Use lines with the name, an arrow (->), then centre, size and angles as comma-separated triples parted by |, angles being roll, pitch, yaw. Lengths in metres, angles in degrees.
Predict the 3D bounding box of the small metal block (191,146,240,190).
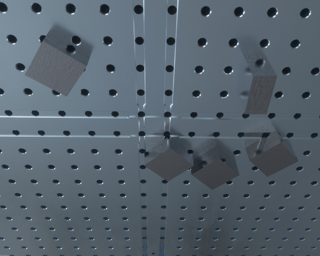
small metal block -> 0.082, 0.061, 0.465 | 0.050, 0.025, 0.050 | -36, 122, 26

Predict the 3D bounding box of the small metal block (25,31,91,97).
small metal block -> -0.115, -0.071, 0.349 | 0.050, 0.025, 0.050 | 29, 124, -23

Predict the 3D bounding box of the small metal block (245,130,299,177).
small metal block -> 0.161, 0.038, 0.447 | 0.050, 0.025, 0.050 | -35, 122, 26

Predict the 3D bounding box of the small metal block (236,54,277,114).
small metal block -> 0.108, -0.051, 0.354 | 0.025, 0.050, 0.050 | 0, 130, 0

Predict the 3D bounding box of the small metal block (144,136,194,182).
small metal block -> 0.013, 0.046, 0.451 | 0.050, 0.025, 0.050 | -36, 122, 26
